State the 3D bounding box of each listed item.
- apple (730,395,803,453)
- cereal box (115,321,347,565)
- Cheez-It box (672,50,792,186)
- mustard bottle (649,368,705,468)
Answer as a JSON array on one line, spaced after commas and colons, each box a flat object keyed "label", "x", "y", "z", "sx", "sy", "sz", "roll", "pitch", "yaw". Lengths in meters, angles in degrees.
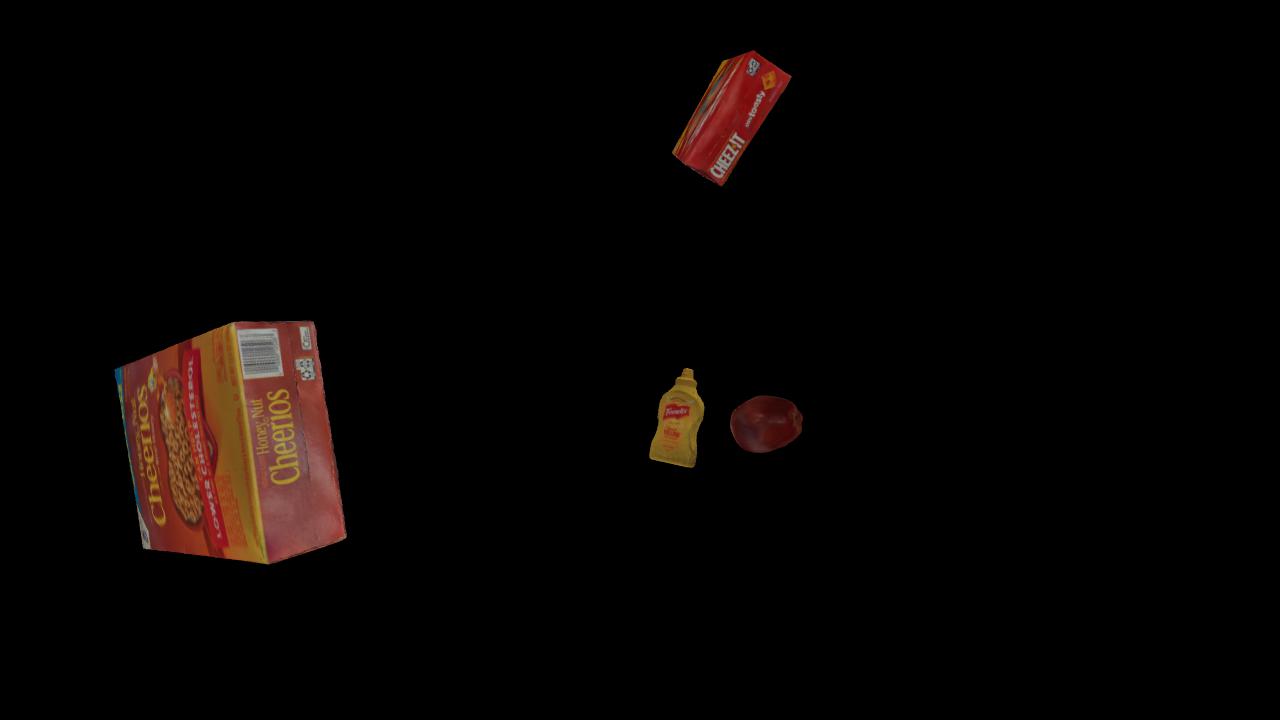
[{"label": "apple", "x": 0.164, "y": 0.084, "z": 0.809, "sx": 0.093, "sy": 0.079, "sz": 0.079, "roll": -8, "pitch": -5, "yaw": 35}, {"label": "cereal box", "x": -0.415, "y": 0.085, "z": 0.606, "sx": 0.306, "sy": 0.203, "sz": 0.081, "roll": -9, "pitch": -1, "yaw": 35}, {"label": "Cheez-It box", "x": 0.124, "y": -0.355, "z": 0.907, "sx": 0.071, "sy": 0.166, "sz": 0.223, "roll": 28, "pitch": 18, "yaw": -13}, {"label": "mustard bottle", "x": 0.076, "y": 0.105, "z": 1.166, "sx": 0.092, "sy": 0.184, "sz": 0.054, "roll": 7, "pitch": -8, "yaw": 34}]
